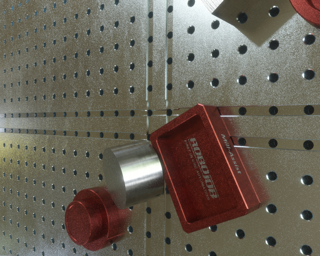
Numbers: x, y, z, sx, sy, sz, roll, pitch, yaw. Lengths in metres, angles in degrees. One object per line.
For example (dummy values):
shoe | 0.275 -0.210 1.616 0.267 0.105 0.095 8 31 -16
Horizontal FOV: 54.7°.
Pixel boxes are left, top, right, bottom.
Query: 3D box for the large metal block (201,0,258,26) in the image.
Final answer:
large metal block | 0.075 -0.173 0.331 0.080 0.050 0.080 -44 64 31

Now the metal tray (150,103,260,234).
metal tray | 0.047 0.048 0.367 0.090 0.030 0.130 -32 70 35

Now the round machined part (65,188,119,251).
round machined part | -0.114 0.146 0.493 0.098 0.042 0.097 0 90 40

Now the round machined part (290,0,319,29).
round machined part | 0.164 -0.130 0.263 0.098 0.042 0.097 0 90 40

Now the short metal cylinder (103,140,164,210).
short metal cylinder | -0.037 0.060 0.405 0.080 0.050 0.079 34 130 54
